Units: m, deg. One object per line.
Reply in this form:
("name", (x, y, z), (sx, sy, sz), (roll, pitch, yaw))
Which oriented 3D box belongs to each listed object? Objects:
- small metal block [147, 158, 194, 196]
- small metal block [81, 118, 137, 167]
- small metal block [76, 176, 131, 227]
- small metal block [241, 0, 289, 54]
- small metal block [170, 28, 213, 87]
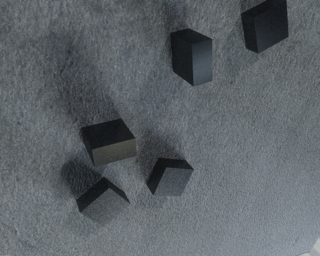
("small metal block", (0.015, 0.074, 0.463), (0.050, 0.025, 0.050), (10, 114, -33))
("small metal block", (-0.061, 0.016, 0.368), (0.050, 0.050, 0.025), (-14, 125, -21))
("small metal block", (-0.078, 0.103, 0.429), (0.050, 0.025, 0.050), (-41, 130, -1))
("small metal block", (0.137, -0.133, 0.402), (0.050, 0.025, 0.050), (-30, 129, -9))
("small metal block", (0.037, -0.083, 0.361), (0.025, 0.050, 0.050), (-19, 126, -18))
